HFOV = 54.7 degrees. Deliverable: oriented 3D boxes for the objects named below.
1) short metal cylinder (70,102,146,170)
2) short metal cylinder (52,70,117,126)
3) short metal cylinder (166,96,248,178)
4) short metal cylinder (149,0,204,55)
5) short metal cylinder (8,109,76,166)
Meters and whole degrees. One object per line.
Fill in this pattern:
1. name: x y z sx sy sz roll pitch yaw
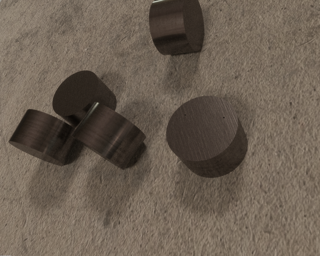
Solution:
1. short metal cylinder: -0.065 0.011 0.394 0.080 0.080 0.050 24 75 36
2. short metal cylinder: -0.114 -0.040 0.470 0.080 0.050 0.080 -13 56 20
3. short metal cylinder: 0.054 0.010 0.352 0.080 0.050 0.080 -13 56 20
4. short metal cylinder: 0.026 -0.148 0.444 0.050 0.080 0.080 -1 61 28
5. short metal cylinder: -0.165 0.015 0.444 0.080 0.080 0.050 9 66 31
